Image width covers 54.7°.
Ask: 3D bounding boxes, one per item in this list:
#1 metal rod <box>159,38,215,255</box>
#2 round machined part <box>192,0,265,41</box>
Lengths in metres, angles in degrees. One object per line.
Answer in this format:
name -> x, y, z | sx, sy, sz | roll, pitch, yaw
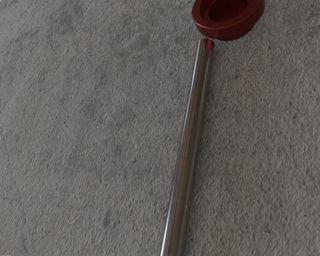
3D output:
metal rod -> 0.037, 0.013, 0.375 | 0.025, 0.025, 0.299 | -2, 61, 27
round machined part -> 0.099, -0.163, 0.441 | 0.098, 0.042, 0.098 | -13, 56, 20
